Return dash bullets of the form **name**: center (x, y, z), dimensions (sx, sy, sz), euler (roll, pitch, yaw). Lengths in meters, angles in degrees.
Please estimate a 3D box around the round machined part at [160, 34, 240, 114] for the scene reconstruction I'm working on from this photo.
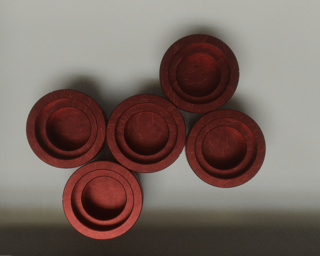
- **round machined part**: center (0.049, -0.067, 0.401), dimensions (0.099, 0.042, 0.097), euler (0, 90, 0)

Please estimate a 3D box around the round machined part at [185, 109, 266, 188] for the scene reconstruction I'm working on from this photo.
- **round machined part**: center (0.081, 0.025, 0.401), dimensions (0.099, 0.042, 0.097), euler (0, 90, 0)

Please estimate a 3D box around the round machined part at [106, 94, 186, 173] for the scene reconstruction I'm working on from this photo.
- **round machined part**: center (-0.017, 0.007, 0.399), dimensions (0.099, 0.042, 0.097), euler (0, 90, 0)

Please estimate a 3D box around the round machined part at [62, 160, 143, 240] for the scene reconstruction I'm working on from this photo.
- **round machined part**: center (-0.070, 0.088, 0.399), dimensions (0.099, 0.042, 0.097), euler (0, 90, 0)

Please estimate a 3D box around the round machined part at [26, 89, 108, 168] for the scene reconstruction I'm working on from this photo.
- **round machined part**: center (-0.115, 0.001, 0.400), dimensions (0.099, 0.042, 0.097), euler (0, 90, 0)
